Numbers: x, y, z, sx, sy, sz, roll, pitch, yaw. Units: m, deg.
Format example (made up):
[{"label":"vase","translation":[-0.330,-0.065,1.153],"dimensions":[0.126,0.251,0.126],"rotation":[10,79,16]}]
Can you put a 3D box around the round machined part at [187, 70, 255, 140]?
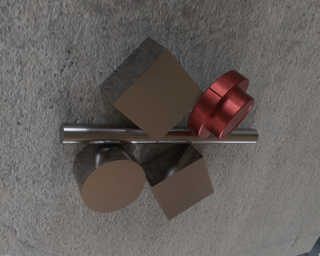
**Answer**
[{"label":"round machined part","translation":[0.084,-0.023,0.401],"dimensions":[0.098,0.042,0.098],"rotation":[-41,159,-19]}]

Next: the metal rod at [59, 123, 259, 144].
[{"label":"metal rod","translation":[0.019,0.010,0.428],"dimensions":[0.303,0.025,0.025],"rotation":[2,118,-30]}]

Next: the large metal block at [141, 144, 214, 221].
[{"label":"large metal block","translation":[0.025,0.075,0.454],"dimensions":[0.080,0.050,0.080],"rotation":[-29,129,-10]}]

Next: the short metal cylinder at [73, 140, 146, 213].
[{"label":"short metal cylinder","translation":[-0.065,0.060,0.395],"dimensions":[0.081,0.050,0.079],"rotation":[-14,125,-21]}]

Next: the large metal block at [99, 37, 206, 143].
[{"label":"large metal block","translation":[-0.008,-0.043,0.360],"dimensions":[0.080,0.050,0.080],"rotation":[-45,130,3]}]
